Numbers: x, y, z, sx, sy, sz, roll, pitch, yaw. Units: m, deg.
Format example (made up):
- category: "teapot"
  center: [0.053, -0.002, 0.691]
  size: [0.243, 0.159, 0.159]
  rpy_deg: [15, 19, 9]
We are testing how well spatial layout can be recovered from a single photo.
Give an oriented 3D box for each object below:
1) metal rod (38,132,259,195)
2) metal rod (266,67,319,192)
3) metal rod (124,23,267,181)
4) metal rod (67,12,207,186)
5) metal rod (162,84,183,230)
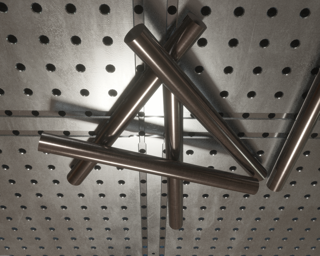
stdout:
- category: "metal rod"
  center: [-0.006, 0.051, 0.420]
  size: [0.302, 0.025, 0.025]
  rpy_deg: [13, 129, -12]
- category: "metal rod"
  center: [0.193, -0.022, 0.396]
  size: [0.025, 0.025, 0.298]
  rpy_deg: [3, 130, -3]
- category: "metal rod"
  center: [0.064, -0.009, 0.383]
  size: [0.025, 0.025, 0.300]
  rpy_deg: [-29, 131, 22]
- category: "metal rod"
  center: [-0.046, -0.016, 0.397]
  size: [0.025, 0.025, 0.298]
  rpy_deg: [28, 125, -22]
- category: "metal rod"
  center: [0.022, 0.059, 0.462]
  size: [0.025, 0.025, 0.298]
  rpy_deg: [-2, 130, 1]
